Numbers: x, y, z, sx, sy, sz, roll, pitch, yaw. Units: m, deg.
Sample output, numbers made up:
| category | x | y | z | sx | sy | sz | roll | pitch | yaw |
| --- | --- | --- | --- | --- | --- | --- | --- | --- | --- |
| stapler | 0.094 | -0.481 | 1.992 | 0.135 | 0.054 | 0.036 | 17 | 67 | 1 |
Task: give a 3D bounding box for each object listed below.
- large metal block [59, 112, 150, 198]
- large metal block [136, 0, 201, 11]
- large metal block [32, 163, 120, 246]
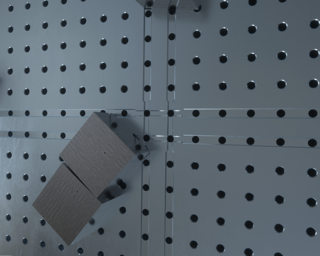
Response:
| category | x | y | z | sx | sy | sz | roll | pitch | yaw |
| --- | --- | --- | --- | --- | --- | --- | --- | --- | --- |
| large metal block | -0.076 | 0.035 | 0.427 | 0.080 | 0.050 | 0.080 | 45 | 104 | 14 |
| large metal block | 0.012 | -0.201 | 0.395 | 0.080 | 0.050 | 0.080 | 10 | 94 | 19 |
| large metal block | -0.119 | 0.103 | 0.442 | 0.080 | 0.050 | 0.080 | 41 | 103 | 15 |
